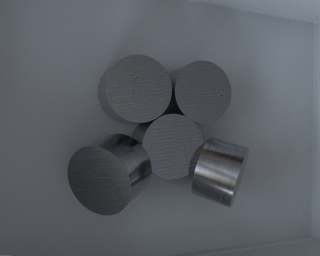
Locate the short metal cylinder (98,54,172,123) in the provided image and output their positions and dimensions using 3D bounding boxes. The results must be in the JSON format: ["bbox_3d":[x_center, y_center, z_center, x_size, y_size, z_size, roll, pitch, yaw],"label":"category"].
[{"bbox_3d":[-0.032,-0.046,0.383,0.081,0.050,0.079,0,90,-21],"label":"short metal cylinder"}]

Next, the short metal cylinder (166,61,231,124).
[{"bbox_3d":[0.047,-0.046,0.414,0.081,0.050,0.079,0,90,-21],"label":"short metal cylinder"}]

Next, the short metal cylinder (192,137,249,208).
[{"bbox_3d":[0.080,0.057,0.404,0.050,0.080,0.080,17,83,20],"label":"short metal cylinder"}]

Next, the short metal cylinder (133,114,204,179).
[{"bbox_3d":[0.008,0.022,0.398,0.081,0.050,0.079,0,90,-21],"label":"short metal cylinder"}]

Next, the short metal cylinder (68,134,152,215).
[{"bbox_3d":[-0.056,0.051,0.354,0.050,0.080,0.080,-32,105,-63],"label":"short metal cylinder"}]
